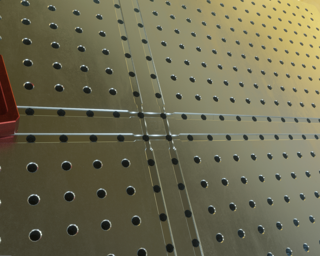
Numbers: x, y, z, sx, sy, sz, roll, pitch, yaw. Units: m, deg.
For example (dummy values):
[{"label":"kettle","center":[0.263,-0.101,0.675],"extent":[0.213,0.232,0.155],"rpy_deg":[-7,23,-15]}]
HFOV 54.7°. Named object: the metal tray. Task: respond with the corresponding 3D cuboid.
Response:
[{"label":"metal tray","center":[-0.218,-0.029,0.304],"extent":[0.131,0.030,0.090],"rpy_deg":[-11,68,-33]}]
